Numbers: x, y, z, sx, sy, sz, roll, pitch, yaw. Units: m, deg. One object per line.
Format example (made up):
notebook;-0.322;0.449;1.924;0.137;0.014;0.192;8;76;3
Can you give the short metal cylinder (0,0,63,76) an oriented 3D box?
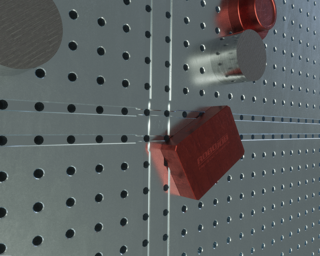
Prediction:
short metal cylinder;-0.136;-0.090;0.278;0.081;0.050;0.080;0;90;-40

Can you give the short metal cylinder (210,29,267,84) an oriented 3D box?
short metal cylinder;0.127;-0.113;0.499;0.081;0.050;0.080;0;90;-40

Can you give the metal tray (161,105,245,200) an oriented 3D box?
metal tray;0.069;0.033;0.464;0.131;0.030;0.090;-35;112;-34

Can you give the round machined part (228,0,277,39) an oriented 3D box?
round machined part;0.166;-0.200;0.536;0.099;0.042;0.097;0;90;-40
